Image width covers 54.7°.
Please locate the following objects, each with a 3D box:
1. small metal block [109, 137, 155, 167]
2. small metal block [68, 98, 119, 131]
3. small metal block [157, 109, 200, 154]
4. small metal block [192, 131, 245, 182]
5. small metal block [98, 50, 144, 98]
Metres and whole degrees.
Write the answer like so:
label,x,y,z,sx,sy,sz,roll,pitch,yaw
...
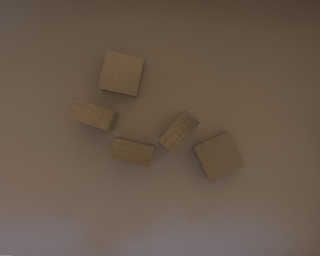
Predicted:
label,x,y,z,sx,sy,sz,roll,pitch,yaw
small metal block,-0.034,0.030,0.398,0.050,0.050,0.025,13,90,0
small metal block,-0.083,-0.017,0.398,0.050,0.050,0.025,19,90,0
small metal block,0.023,0.004,0.399,0.025,0.050,0.050,41,90,0
small metal block,0.077,0.037,0.412,0.050,0.025,0.050,-25,90,0
small metal block,-0.050,-0.071,0.411,0.050,0.025,0.050,12,90,0
